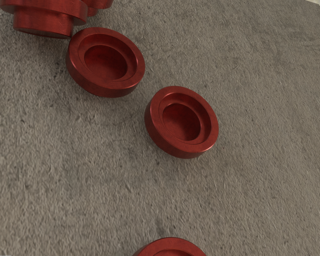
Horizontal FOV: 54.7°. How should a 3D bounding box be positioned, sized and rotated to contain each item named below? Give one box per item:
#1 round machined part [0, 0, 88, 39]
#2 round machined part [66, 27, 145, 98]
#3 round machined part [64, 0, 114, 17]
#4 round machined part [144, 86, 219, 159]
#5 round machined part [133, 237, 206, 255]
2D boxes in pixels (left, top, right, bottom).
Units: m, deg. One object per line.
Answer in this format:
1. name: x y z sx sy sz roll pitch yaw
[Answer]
1. round machined part: -0.140 -0.135 0.377 0.099 0.098 0.042 3 99 -27
2. round machined part: -0.072 -0.080 0.402 0.099 0.042 0.098 13 56 -21
3. round machined part: -0.115 -0.194 0.438 0.099 0.042 0.098 21 35 -16
4. round machined part: 0.024 -0.004 0.408 0.099 0.042 0.098 14 56 -21
5. round machined part: 0.006 0.160 0.298 0.099 0.042 0.098 14 56 -21
